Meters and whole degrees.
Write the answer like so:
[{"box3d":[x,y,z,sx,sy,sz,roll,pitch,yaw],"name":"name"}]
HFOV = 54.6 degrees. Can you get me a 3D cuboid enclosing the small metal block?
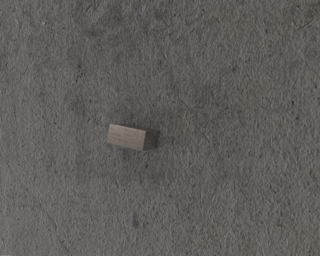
[{"box3d":[-0.034,0.011,0.408,0.050,0.050,0.025,12,94,19],"name":"small metal block"}]
